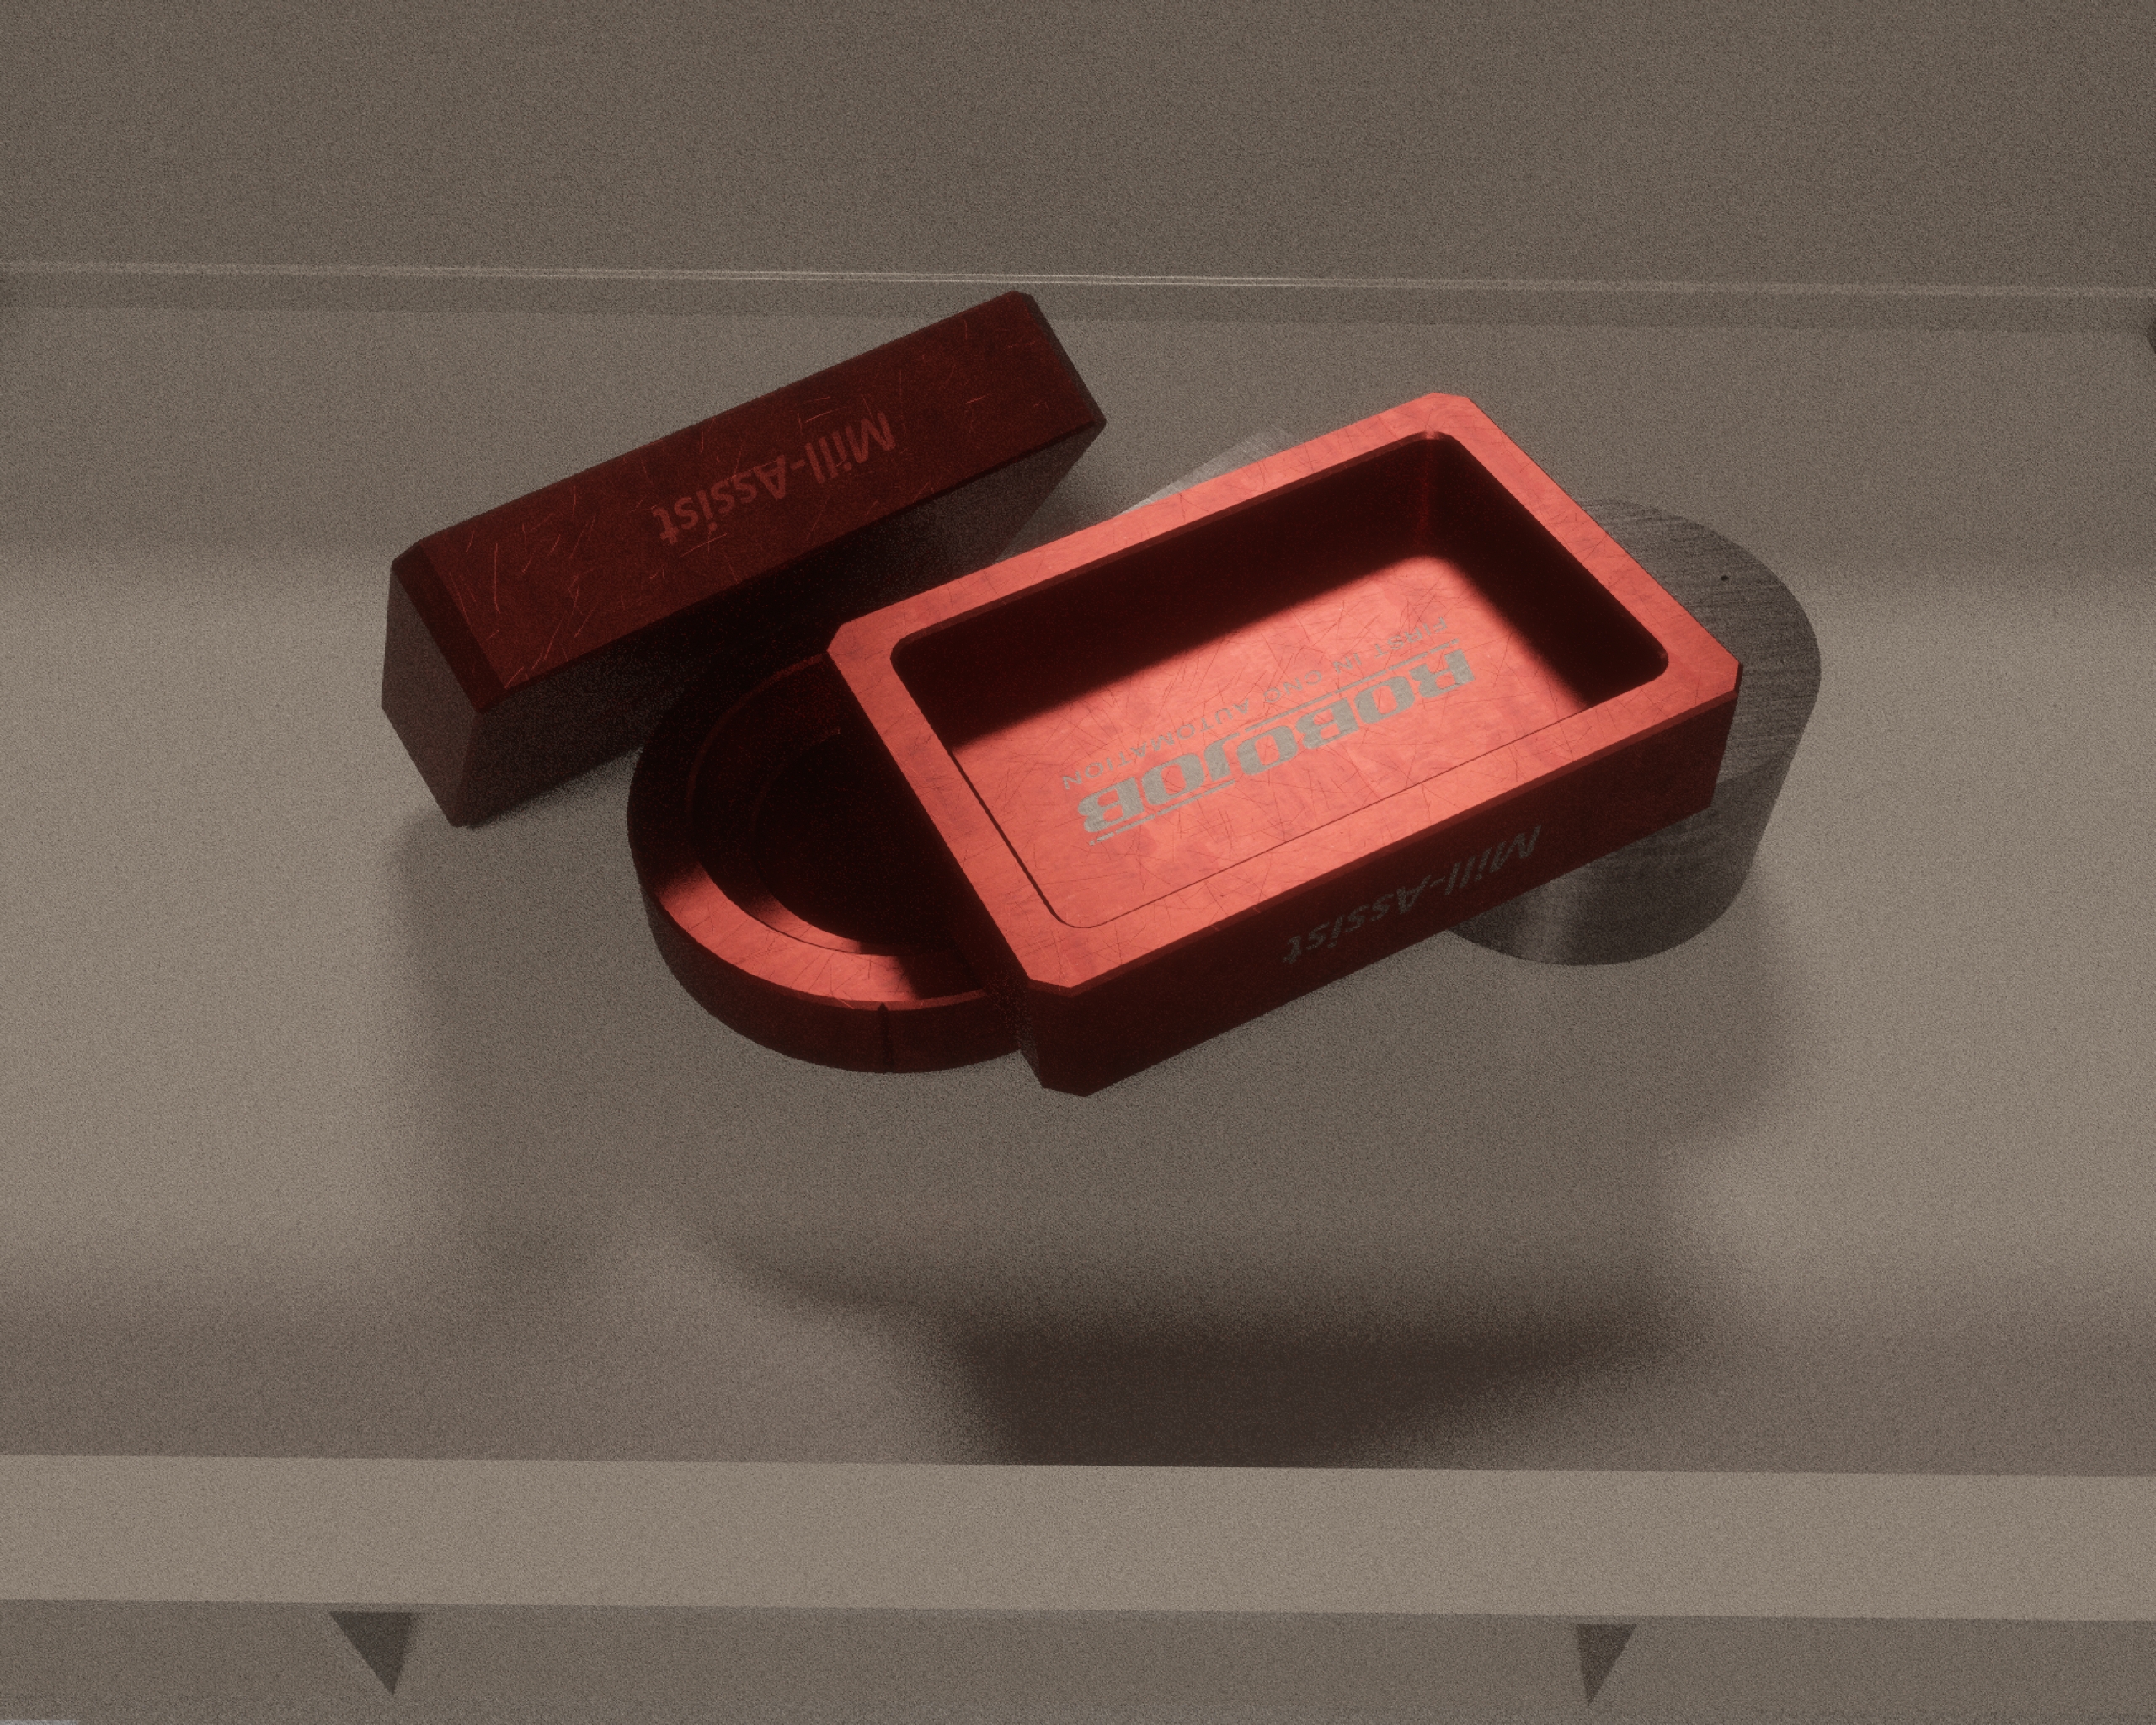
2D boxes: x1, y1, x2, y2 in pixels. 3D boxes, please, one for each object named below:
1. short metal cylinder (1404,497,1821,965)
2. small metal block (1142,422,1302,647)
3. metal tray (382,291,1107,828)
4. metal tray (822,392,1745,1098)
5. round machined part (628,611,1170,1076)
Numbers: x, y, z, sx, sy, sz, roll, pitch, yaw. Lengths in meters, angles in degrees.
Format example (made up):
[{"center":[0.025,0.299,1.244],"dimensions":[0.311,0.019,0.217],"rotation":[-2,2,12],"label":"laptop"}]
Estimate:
[{"center":[0.098,-0.027,0.410],"dimensions":[0.081,0.050,0.080],"rotation":[0,50,0],"label":"short metal cylinder"},{"center":[0.031,-0.055,0.433],"dimensions":[0.050,0.050,0.025],"rotation":[-35,59,-28],"label":"small metal block"},{"center":[-0.067,-0.058,0.406],"dimensions":[0.131,0.090,0.030],"rotation":[-29,88,-23],"label":"metal tray"},{"center":[0.034,-0.025,0.359],"dimensions":[0.131,0.030,0.090],"rotation":[-24,53,-14],"label":"metal tray"},{"center":[-0.032,0.000,0.393],"dimensions":[0.099,0.042,0.098],"rotation":[0,50,0],"label":"round machined part"}]
